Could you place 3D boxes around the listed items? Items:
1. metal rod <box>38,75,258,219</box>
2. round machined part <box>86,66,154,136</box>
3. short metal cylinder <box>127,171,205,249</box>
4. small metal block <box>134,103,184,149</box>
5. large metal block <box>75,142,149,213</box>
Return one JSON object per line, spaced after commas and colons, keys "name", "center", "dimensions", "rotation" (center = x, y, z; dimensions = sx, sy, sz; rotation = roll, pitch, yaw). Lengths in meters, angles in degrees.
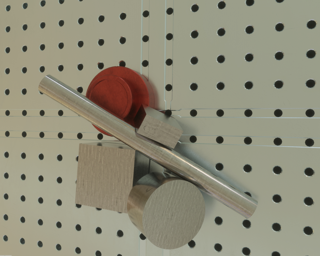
{"name": "metal rod", "center": [-0.017, 0.021, 0.383], "dimensions": [0.301, 0.025, 0.025], "rotation": [31, 100, 4]}
{"name": "round machined part", "center": [-0.061, -0.036, 0.424], "dimensions": [0.098, 0.042, 0.097], "rotation": [0, 90, 19]}
{"name": "short metal cylinder", "center": [0.007, 0.097, 0.373], "dimensions": [0.081, 0.050, 0.079], "rotation": [-2, 94, -25]}
{"name": "small metal block", "center": [-0.003, -0.003, 0.389], "dimensions": [0.050, 0.050, 0.025], "rotation": [24, 103, -17]}
{"name": "large metal block", "center": [-0.063, 0.063, 0.418], "dimensions": [0.080, 0.050, 0.079], "rotation": [5, 92, 19]}
